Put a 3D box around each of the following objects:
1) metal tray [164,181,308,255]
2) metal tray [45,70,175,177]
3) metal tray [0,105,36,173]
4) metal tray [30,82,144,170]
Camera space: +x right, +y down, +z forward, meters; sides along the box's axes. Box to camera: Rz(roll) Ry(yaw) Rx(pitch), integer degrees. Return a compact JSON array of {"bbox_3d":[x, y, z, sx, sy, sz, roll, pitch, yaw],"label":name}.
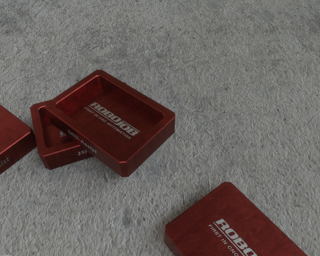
[{"bbox_3d":[0.077,0.125,0.296,0.091,0.030,0.130,-30,56,-23],"label":"metal tray"},{"bbox_3d":[-0.058,-0.012,0.369,0.130,0.030,0.090,32,57,24],"label":"metal tray"},{"bbox_3d":[-0.230,0.029,0.374,0.090,0.030,0.131,31,57,23],"label":"metal tray"},{"bbox_3d":[-0.093,-0.007,0.405,0.131,0.030,0.090,-17,52,-14],"label":"metal tray"}]
